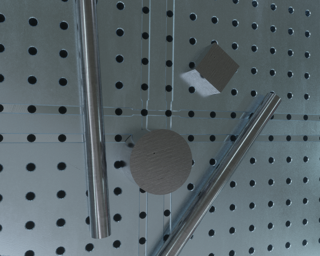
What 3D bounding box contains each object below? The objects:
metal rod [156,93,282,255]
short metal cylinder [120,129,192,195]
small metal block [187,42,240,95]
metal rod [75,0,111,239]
[{"bbox_3d":[0.087,0.070,0.444,0.025,0.025,0.300,41,77,-16],"label":"metal rod"},{"bbox_3d":[-0.006,0.041,0.397,0.081,0.050,0.080,0,90,-20],"label":"short metal cylinder"},{"bbox_3d":[0.076,-0.084,0.440,0.050,0.025,0.050,40,77,-16],"label":"small metal block"},{"bbox_3d":[-0.082,-0.016,0.382,0.025,0.025,0.298,-4,91,-20],"label":"metal rod"}]
